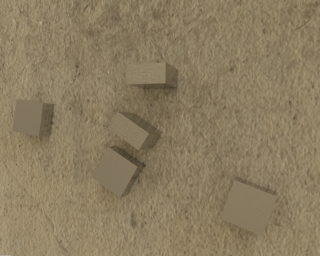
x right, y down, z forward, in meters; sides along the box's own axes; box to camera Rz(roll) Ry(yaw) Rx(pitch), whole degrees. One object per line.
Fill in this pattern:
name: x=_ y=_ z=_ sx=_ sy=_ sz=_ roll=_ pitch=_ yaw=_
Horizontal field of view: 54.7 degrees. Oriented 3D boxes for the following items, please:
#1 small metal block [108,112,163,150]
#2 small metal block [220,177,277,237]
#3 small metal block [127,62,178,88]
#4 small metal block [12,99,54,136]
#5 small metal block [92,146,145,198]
small metal block: x=-0.031 y=0.003 z=0.406 sx=0.050 sy=0.050 sz=0.025 roll=34 pitch=101 yaw=16
small metal block: x=0.107 y=0.093 z=0.371 sx=0.050 sy=0.025 sz=0.050 roll=20 pitch=97 yaw=18
small metal block: x=-0.009 y=-0.066 z=0.398 sx=0.050 sy=0.050 sz=0.025 roll=1 pitch=91 yaw=19
small metal block: x=-0.194 y=-0.016 z=0.476 sx=0.050 sy=0.025 sz=0.050 roll=9 pitch=93 yaw=19
small metal block: x=-0.057 y=0.059 z=0.428 sx=0.050 sy=0.025 sz=0.050 roll=32 pitch=100 yaw=16
